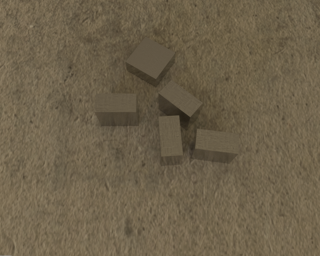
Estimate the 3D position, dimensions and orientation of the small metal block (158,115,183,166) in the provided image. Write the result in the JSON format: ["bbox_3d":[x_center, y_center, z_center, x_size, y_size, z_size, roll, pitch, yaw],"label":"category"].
[{"bbox_3d":[0.012,0.017,0.389,0.025,0.050,0.050,-4,70,-2],"label":"small metal block"}]

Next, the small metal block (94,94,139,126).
[{"bbox_3d":[-0.054,-0.023,0.402,0.050,0.050,0.025,0,70,0],"label":"small metal block"}]

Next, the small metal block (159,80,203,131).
[{"bbox_3d":[0.025,-0.029,0.406,0.050,0.050,0.025,38,74,12],"label":"small metal block"}]

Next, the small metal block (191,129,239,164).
[{"bbox_3d":[0.067,0.024,0.387,0.050,0.050,0.025,7,70,2],"label":"small metal block"}]

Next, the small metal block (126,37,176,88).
[{"bbox_3d":[-0.013,-0.094,0.442,0.050,0.025,0.050,31,73,10],"label":"small metal block"}]
